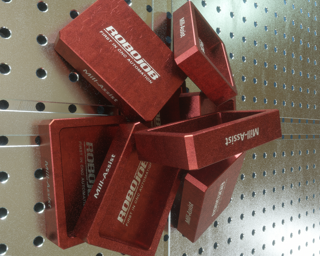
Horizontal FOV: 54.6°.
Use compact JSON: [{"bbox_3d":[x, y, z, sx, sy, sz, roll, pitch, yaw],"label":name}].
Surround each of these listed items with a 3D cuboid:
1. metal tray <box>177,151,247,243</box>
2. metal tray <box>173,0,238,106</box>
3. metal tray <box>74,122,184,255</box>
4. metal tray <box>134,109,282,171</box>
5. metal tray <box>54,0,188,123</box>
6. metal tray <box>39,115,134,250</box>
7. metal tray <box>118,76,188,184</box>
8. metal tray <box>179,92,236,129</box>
[{"bbox_3d":[0.068,0.087,0.418,0.091,0.030,0.129,-36,145,-34],"label":"metal tray"},{"bbox_3d":[0.057,-0.101,0.408,0.090,0.030,0.130,40,33,-32],"label":"metal tray"},{"bbox_3d":[-0.026,0.069,0.344,0.090,0.030,0.130,33,70,-35],"label":"metal tray"},{"bbox_3d":[0.051,0.007,0.324,0.131,0.090,0.030,-14,99,-35],"label":"metal tray"},{"bbox_3d":[-0.039,-0.077,0.351,0.130,0.030,0.090,44,63,-14],"label":"metal tray"},{"bbox_3d":[-0.078,0.053,0.340,0.091,0.030,0.129,-6,93,-40],"label":"metal tray"},{"bbox_3d":[-0.003,0.000,0.402,0.091,0.030,0.129,-6,92,-41],"label":"metal tray"},{"bbox_3d":[0.074,-0.005,0.442,0.131,0.030,0.090,-8,96,-57],"label":"metal tray"}]
